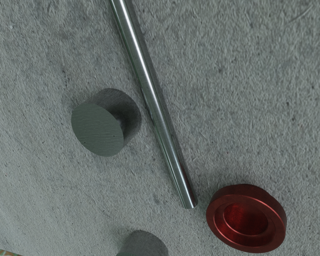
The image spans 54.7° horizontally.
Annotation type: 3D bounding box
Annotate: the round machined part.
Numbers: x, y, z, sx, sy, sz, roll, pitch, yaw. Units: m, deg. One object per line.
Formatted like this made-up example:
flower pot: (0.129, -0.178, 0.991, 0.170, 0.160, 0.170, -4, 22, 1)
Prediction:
round machined part: (0.113, 0.112, 0.405, 0.098, 0.042, 0.097, 13, 124, 20)

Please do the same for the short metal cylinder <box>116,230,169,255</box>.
short metal cylinder: (-0.032, 0.229, 0.547, 0.080, 0.050, 0.079, 13, 124, 20)

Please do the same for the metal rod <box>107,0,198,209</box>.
metal rod: (-0.002, -0.021, 0.393, 0.025, 0.025, 0.298, -6, 116, 30)

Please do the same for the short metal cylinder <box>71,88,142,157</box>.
short metal cylinder: (-0.072, -0.008, 0.422, 0.080, 0.050, 0.079, 13, 124, 20)
